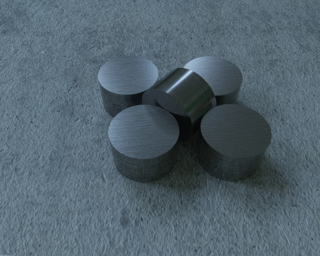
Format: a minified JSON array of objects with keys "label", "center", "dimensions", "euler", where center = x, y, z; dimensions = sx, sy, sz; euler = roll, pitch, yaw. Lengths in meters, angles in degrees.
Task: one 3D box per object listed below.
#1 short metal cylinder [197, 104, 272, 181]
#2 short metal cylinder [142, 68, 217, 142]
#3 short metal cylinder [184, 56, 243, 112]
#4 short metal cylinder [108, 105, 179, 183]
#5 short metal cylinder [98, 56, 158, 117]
[{"label":"short metal cylinder","center":[0.087,0.017,0.374],"dimensions":[0.081,0.050,0.080],"euler":[0,50,0]},{"label":"short metal cylinder","center":[0.024,-0.029,0.394],"dimensions":[0.080,0.080,0.050],"euler":[32,57,24]},{"label":"short metal cylinder","center":[0.070,-0.055,0.434],"dimensions":[0.081,0.050,0.080],"euler":[0,50,0]},{"label":"short metal cylinder","center":[-0.018,0.018,0.372],"dimensions":[0.081,0.050,0.080],"euler":[0,50,0]},{"label":"short metal cylinder","center":[-0.043,-0.057,0.434],"dimensions":[0.081,0.050,0.080],"euler":[0,50,0]}]
